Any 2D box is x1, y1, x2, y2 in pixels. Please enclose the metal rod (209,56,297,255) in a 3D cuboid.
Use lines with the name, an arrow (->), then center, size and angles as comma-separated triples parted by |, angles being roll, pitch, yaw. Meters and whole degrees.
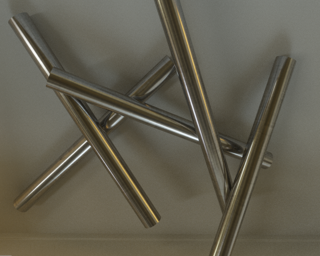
metal rod -> 0.108, 0.057, 0.382 | 0.025, 0.025, 0.299 | 19, 90, -7

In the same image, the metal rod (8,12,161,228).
metal rod -> -0.088, -0.003, 0.384 | 0.025, 0.025, 0.299 | -31, 98, 10

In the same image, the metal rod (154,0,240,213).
metal rod -> 0.050, -0.013, 0.364 | 0.025, 0.025, 0.298 | -18, 112, 6

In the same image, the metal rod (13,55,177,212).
metal rod -> -0.093, 0.016, 0.416 | 0.300, 0.025, 0.025 | -41, 105, 13

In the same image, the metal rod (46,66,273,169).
metal rod -> 0.012, -0.006, 0.388 | 0.302, 0.025, 0.025 | 21, 109, -16
